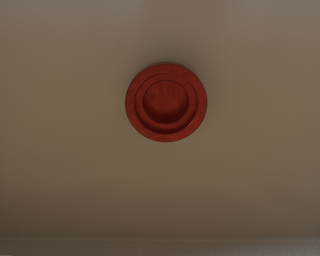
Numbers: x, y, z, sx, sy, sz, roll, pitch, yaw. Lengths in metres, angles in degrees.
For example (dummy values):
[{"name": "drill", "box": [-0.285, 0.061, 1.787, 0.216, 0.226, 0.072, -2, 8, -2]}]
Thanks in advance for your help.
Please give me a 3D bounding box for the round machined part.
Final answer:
[{"name": "round machined part", "box": [0.008, -0.035, 0.389, 0.099, 0.042, 0.097, 0, 110, 0]}]
